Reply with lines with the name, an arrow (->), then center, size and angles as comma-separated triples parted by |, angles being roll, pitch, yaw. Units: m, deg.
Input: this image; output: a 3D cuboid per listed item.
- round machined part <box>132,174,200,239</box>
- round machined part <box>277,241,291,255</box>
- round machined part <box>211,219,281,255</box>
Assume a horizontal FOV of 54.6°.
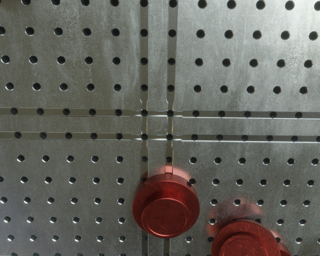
round machined part -> 0.008, 0.119, 0.448 | 0.099, 0.042, 0.097 | 0, 110, 0
round machined part -> 0.165, 0.227, 0.489 | 0.099, 0.042, 0.097 | 0, 110, 0
round machined part -> 0.123, 0.185, 0.449 | 0.098, 0.042, 0.098 | -3, 82, 19
